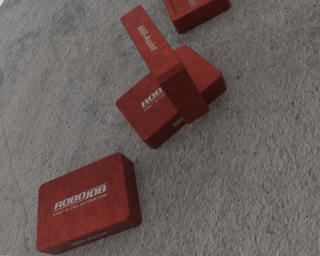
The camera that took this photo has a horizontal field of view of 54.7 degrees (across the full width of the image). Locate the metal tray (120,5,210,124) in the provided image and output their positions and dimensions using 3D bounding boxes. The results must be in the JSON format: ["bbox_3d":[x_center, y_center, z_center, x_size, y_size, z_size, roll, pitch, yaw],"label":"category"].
[{"bbox_3d":[0.005,-0.076,0.366,0.030,0.090,0.130,-33,52,7],"label":"metal tray"}]

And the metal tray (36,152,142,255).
[{"bbox_3d":[-0.092,0.095,0.391,0.130,0.030,0.090,-23,53,14],"label":"metal tray"}]

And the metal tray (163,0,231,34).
[{"bbox_3d":[0.050,-0.223,0.510,0.090,0.030,0.130,-25,53,12],"label":"metal tray"}]

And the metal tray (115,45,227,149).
[{"bbox_3d":[0.013,-0.045,0.421,0.130,0.030,0.090,-40,51,0],"label":"metal tray"}]
